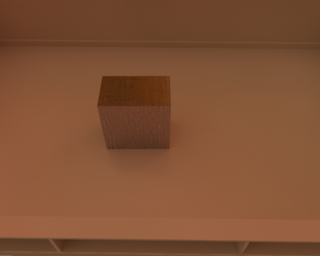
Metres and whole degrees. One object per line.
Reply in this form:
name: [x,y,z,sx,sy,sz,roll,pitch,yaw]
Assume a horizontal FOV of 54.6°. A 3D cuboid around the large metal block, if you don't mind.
large metal block: [-0.028,-0.017,0.384,0.080,0.080,0.050,0,50,0]
